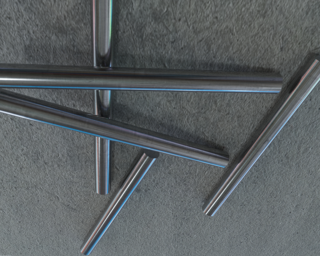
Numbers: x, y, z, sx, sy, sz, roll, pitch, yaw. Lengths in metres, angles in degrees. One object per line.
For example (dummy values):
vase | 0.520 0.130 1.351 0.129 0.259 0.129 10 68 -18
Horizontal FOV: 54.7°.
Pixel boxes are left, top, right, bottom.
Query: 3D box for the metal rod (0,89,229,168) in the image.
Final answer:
metal rod | -0.040 0.008 0.385 0.302 0.025 0.025 16 129 -24

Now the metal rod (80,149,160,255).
metal rod | -0.078 0.135 0.521 0.025 0.025 0.298 21 127 -17

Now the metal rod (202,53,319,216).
metal rod | 0.131 0.031 0.434 0.025 0.025 0.298 15 129 -12

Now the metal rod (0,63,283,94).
metal rod | -0.012 -0.052 0.336 0.302 0.025 0.025 0 131 -10

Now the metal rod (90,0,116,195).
metal rod | -0.072 -0.018 0.390 0.025 0.025 0.298 5 130 -5
